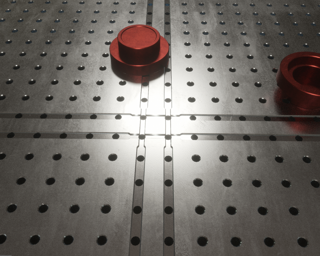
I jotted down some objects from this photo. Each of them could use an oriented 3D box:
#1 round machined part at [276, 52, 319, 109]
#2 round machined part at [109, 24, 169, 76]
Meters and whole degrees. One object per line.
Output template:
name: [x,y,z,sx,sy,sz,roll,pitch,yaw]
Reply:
round machined part: [0.221,-0.066,0.455,0.099,0.042,0.098,0,50,0]
round machined part: [-0.034,-0.134,0.509,0.099,0.042,0.098,0,50,0]
